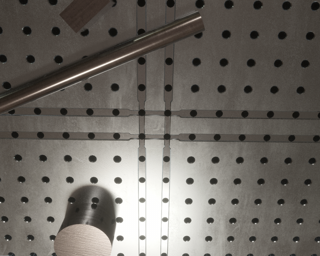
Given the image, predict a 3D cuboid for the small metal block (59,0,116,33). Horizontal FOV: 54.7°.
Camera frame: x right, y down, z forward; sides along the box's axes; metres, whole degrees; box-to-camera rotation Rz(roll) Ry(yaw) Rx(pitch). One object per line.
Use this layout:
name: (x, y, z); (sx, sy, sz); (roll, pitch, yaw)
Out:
small metal block: (-0.080, -0.135, 0.349); (0.050, 0.050, 0.025); (-38, 106, 12)

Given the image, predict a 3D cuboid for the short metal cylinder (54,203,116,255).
short metal cylinder: (-0.108, 0.159, 0.457); (0.081, 0.050, 0.079); (0, 110, -1)

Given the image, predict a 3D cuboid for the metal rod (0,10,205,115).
metal rod: (-0.091, -0.074, 0.384); (0.301, 0.025, 0.025); (-21, 109, 7)
